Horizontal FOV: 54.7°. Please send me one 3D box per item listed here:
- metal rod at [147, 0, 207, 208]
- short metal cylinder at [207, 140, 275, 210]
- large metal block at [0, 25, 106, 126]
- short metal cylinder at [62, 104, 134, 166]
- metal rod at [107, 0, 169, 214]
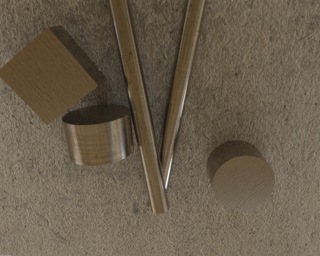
[{"bbox_3d":[0.019,-0.025,0.400,0.025,0.025,0.298,9,110,-4],"label":"metal rod"},{"bbox_3d":[0.107,0.063,0.421,0.081,0.050,0.079,0,110,0],"label":"short metal cylinder"},{"bbox_3d":[-0.126,-0.064,0.372,0.080,0.050,0.080,-36,107,12],"label":"large metal block"},{"bbox_3d":[-0.075,0.006,0.382,0.080,0.080,0.050,-4,110,1],"label":"short metal cylinder"},{"bbox_3d":[-0.026,-0.032,0.382,0.025,0.025,0.298,-10,104,3],"label":"metal rod"}]
